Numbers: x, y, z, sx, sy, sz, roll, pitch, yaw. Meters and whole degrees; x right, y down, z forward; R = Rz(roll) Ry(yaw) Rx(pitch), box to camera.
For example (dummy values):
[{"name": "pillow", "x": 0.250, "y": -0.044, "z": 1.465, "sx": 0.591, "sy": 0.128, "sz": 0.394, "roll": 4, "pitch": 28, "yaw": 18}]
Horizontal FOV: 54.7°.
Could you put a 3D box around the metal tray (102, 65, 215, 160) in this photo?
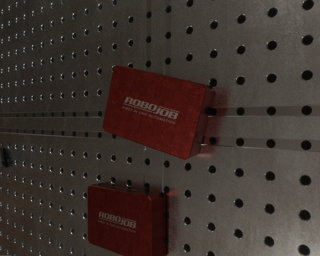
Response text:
[{"name": "metal tray", "x": -0.006, "y": -0.023, "z": 0.392, "sx": 0.130, "sy": 0.030, "sz": 0.089, "roll": 18, "pitch": 101, "yaw": 26}]

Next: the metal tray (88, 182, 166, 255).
[{"name": "metal tray", "x": -0.052, "y": 0.132, "z": 0.447, "sx": 0.130, "sy": 0.030, "sz": 0.089, "roll": 0, "pitch": 90, "yaw": 39}]

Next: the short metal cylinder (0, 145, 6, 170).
[{"name": "short metal cylinder", "x": -0.393, "y": 0.071, "z": 0.693, "sx": 0.080, "sy": 0.081, "sz": 0.050, "roll": -21, "pitch": 77, "yaw": 38}]

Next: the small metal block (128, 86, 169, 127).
[{"name": "small metal block", "x": -0.016, "y": -0.028, "z": 0.421, "sx": 0.050, "sy": 0.025, "sz": 0.050, "roll": -3, "pitch": 88, "yaw": 39}]
